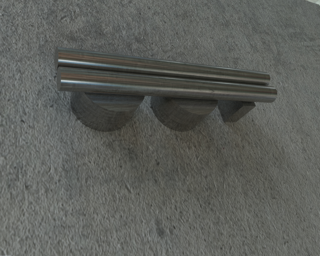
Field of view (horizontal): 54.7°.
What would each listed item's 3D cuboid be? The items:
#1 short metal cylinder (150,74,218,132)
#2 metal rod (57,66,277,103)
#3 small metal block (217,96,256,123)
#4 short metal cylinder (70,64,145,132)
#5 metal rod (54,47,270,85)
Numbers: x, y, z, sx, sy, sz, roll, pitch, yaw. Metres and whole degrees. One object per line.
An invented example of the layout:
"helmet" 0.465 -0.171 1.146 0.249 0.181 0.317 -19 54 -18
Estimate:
"short metal cylinder" 0.033 -0.041 0.432 0.081 0.050 0.080 14 56 -21
"metal rod" 0.030 -0.050 0.387 0.303 0.025 0.025 0 62 -28
"small metal block" 0.113 -0.042 0.477 0.025 0.050 0.050 -1 62 -29
"short metal cylinder" -0.064 -0.042 0.379 0.081 0.050 0.080 14 56 -21
"metal rod" 0.024 -0.073 0.397 0.303 0.025 0.025 0 62 -28
